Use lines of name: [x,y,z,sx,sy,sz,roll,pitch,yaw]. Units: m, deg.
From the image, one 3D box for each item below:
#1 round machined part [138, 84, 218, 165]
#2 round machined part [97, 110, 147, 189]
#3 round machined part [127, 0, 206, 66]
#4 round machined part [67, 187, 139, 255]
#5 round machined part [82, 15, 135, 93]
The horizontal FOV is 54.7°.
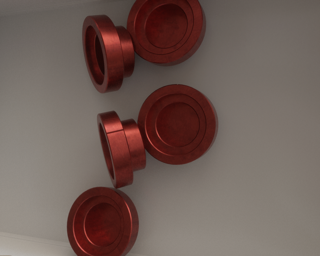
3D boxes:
round machined part: [0.025,-0.004,0.392,0.098,0.042,0.097,0,90,19]
round machined part: [-0.048,0.025,0.398,0.042,0.098,0.097,-13,85,-16]
round machined part: [0.011,-0.128,0.397,0.098,0.042,0.097,0,90,19]
round machined part: [-0.072,0.130,0.419,0.098,0.042,0.098,-5,76,21]
round machined part: [-0.066,-0.097,0.405,0.042,0.098,0.098,-15,83,-25]
